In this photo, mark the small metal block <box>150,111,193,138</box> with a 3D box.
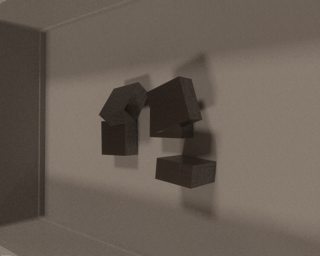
[{"bbox_3d":[0.014,-0.013,0.393,0.050,0.025,0.050,1,91,39],"label":"small metal block"}]

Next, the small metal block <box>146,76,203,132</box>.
[{"bbox_3d":[0.016,-0.026,0.360,0.050,0.025,0.050,-22,76,37],"label":"small metal block"}]

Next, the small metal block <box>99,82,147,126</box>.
[{"bbox_3d":[-0.049,-0.033,0.429,0.050,0.025,0.050,-8,47,39],"label":"small metal block"}]

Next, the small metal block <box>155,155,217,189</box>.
[{"bbox_3d":[0.031,0.049,0.364,0.050,0.050,0.025,8,95,39],"label":"small metal block"}]

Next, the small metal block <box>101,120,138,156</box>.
[{"bbox_3d":[-0.059,0.014,0.454,0.050,0.025,0.050,-2,89,39],"label":"small metal block"}]
